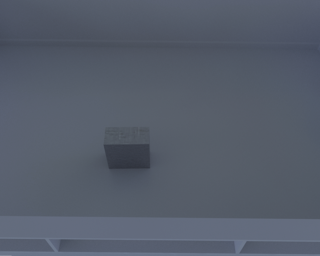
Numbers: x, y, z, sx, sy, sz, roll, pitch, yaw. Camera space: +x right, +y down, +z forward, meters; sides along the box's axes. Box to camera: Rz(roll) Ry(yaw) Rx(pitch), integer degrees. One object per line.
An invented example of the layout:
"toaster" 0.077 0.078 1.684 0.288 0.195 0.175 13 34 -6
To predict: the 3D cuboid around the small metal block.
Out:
"small metal block" -0.037 0.024 0.368 0.050 0.050 0.025 -1 50 -1
